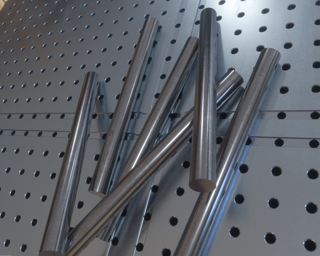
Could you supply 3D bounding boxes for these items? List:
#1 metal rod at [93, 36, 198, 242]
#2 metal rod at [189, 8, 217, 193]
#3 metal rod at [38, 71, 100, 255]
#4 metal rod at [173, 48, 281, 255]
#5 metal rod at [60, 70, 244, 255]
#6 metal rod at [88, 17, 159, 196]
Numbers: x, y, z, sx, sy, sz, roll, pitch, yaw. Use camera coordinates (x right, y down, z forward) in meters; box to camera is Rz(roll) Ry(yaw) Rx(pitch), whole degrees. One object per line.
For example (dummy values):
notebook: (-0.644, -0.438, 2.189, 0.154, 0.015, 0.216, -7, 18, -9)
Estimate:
metal rod: (-0.010, 0.002, 0.413, 0.025, 0.025, 0.300, 14, 68, 34)
metal rod: (0.057, -0.060, 0.381, 0.025, 0.025, 0.300, -11, 46, 22)
metal rod: (-0.112, 0.022, 0.417, 0.025, 0.025, 0.300, -19, 43, 17)
metal rod: (0.075, 0.035, 0.347, 0.025, 0.025, 0.300, 15, 69, 34)
metal rod: (-0.006, 0.039, 0.368, 0.301, 0.025, 0.025, -45, 51, -11)
metal rod: (-0.047, -0.047, 0.462, 0.025, 0.025, 0.300, 0, 61, 28)
